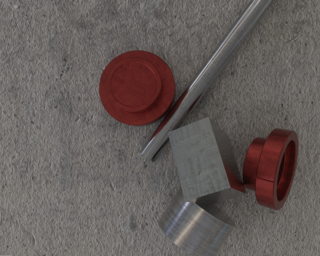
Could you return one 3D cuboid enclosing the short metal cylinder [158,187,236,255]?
[{"bbox_3d":[0.045,0.117,0.382,0.080,0.080,0.050,33,91,0],"label":"short metal cylinder"}]

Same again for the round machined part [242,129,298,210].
[{"bbox_3d":[0.136,0.048,0.384,0.042,0.099,0.097,12,90,35],"label":"round machined part"}]

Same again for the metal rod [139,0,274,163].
[{"bbox_3d":[0.072,-0.082,0.410,0.025,0.025,0.299,36,90,0],"label":"metal rod"}]

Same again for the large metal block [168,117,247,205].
[{"bbox_3d":[0.057,0.043,0.365,0.050,0.080,0.080,-22,66,20],"label":"large metal block"}]

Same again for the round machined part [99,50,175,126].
[{"bbox_3d":[-0.030,-0.052,0.395,0.099,0.042,0.097,0,86,6],"label":"round machined part"}]
